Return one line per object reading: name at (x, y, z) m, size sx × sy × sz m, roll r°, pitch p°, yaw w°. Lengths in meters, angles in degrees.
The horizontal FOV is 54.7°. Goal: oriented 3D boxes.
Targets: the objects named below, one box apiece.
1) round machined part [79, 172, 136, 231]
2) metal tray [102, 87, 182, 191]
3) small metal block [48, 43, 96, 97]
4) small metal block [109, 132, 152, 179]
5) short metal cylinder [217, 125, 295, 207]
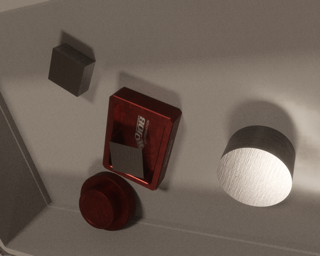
round machined part at (-0.092, 0.124, 0.506) m, size 0.098 × 0.042 × 0.097 m, roll 7°, pitch 106°, yaw 26°
metal tray at (-0.029, 0.018, 0.429) m, size 0.090 × 0.030 × 0.129 m, roll 23°, pitch 127°, yaw 13°
small metal block at (-0.121, -0.079, 0.421) m, size 0.050 × 0.025 × 0.050 m, roll 32°, pitch 128°, yaw 7°
small metal block at (-0.041, 0.038, 0.436) m, size 0.050 × 0.025 × 0.050 m, roll 12°, pitch 124°, yaw 21°
short metal cylinder at (0.112, 0.044, 0.360) m, size 0.080 × 0.050 × 0.079 m, roll 13°, pitch 124°, yaw 20°
